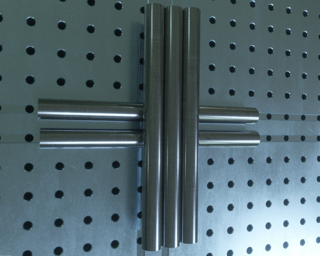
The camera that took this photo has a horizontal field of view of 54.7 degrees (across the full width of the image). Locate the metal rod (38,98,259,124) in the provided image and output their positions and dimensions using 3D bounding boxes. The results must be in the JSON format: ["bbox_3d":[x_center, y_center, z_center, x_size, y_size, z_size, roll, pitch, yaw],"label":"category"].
[{"bbox_3d":[0.000,-0.020,0.414,0.303,0.025,0.025,1,90,-21],"label":"metal rod"}]

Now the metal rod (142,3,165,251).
[{"bbox_3d":[-0.009,-0.001,0.384,0.025,0.025,0.298,1,90,-20],"label":"metal rod"}]

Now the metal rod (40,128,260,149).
[{"bbox_3d":[0.001,0.014,0.414,0.303,0.025,0.025,1,90,-21],"label":"metal rod"}]

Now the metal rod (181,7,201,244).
[{"bbox_3d":[0.038,-0.003,0.402,0.025,0.025,0.298,1,90,-20],"label":"metal rod"}]

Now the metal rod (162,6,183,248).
[{"bbox_3d":[0.015,-0.002,0.393,0.025,0.025,0.298,1,90,-20],"label":"metal rod"}]
